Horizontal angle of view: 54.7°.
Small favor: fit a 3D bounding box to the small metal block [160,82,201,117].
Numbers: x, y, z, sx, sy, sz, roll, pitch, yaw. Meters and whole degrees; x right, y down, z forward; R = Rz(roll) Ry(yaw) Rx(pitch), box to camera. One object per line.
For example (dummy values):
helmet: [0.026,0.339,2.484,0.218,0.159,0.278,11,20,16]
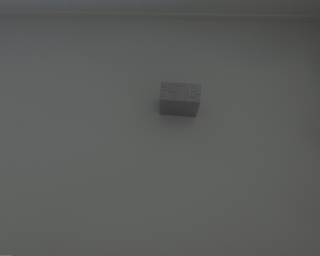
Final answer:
small metal block: [0.026,-0.037,0.410,0.050,0.050,0.025,4,70,1]
